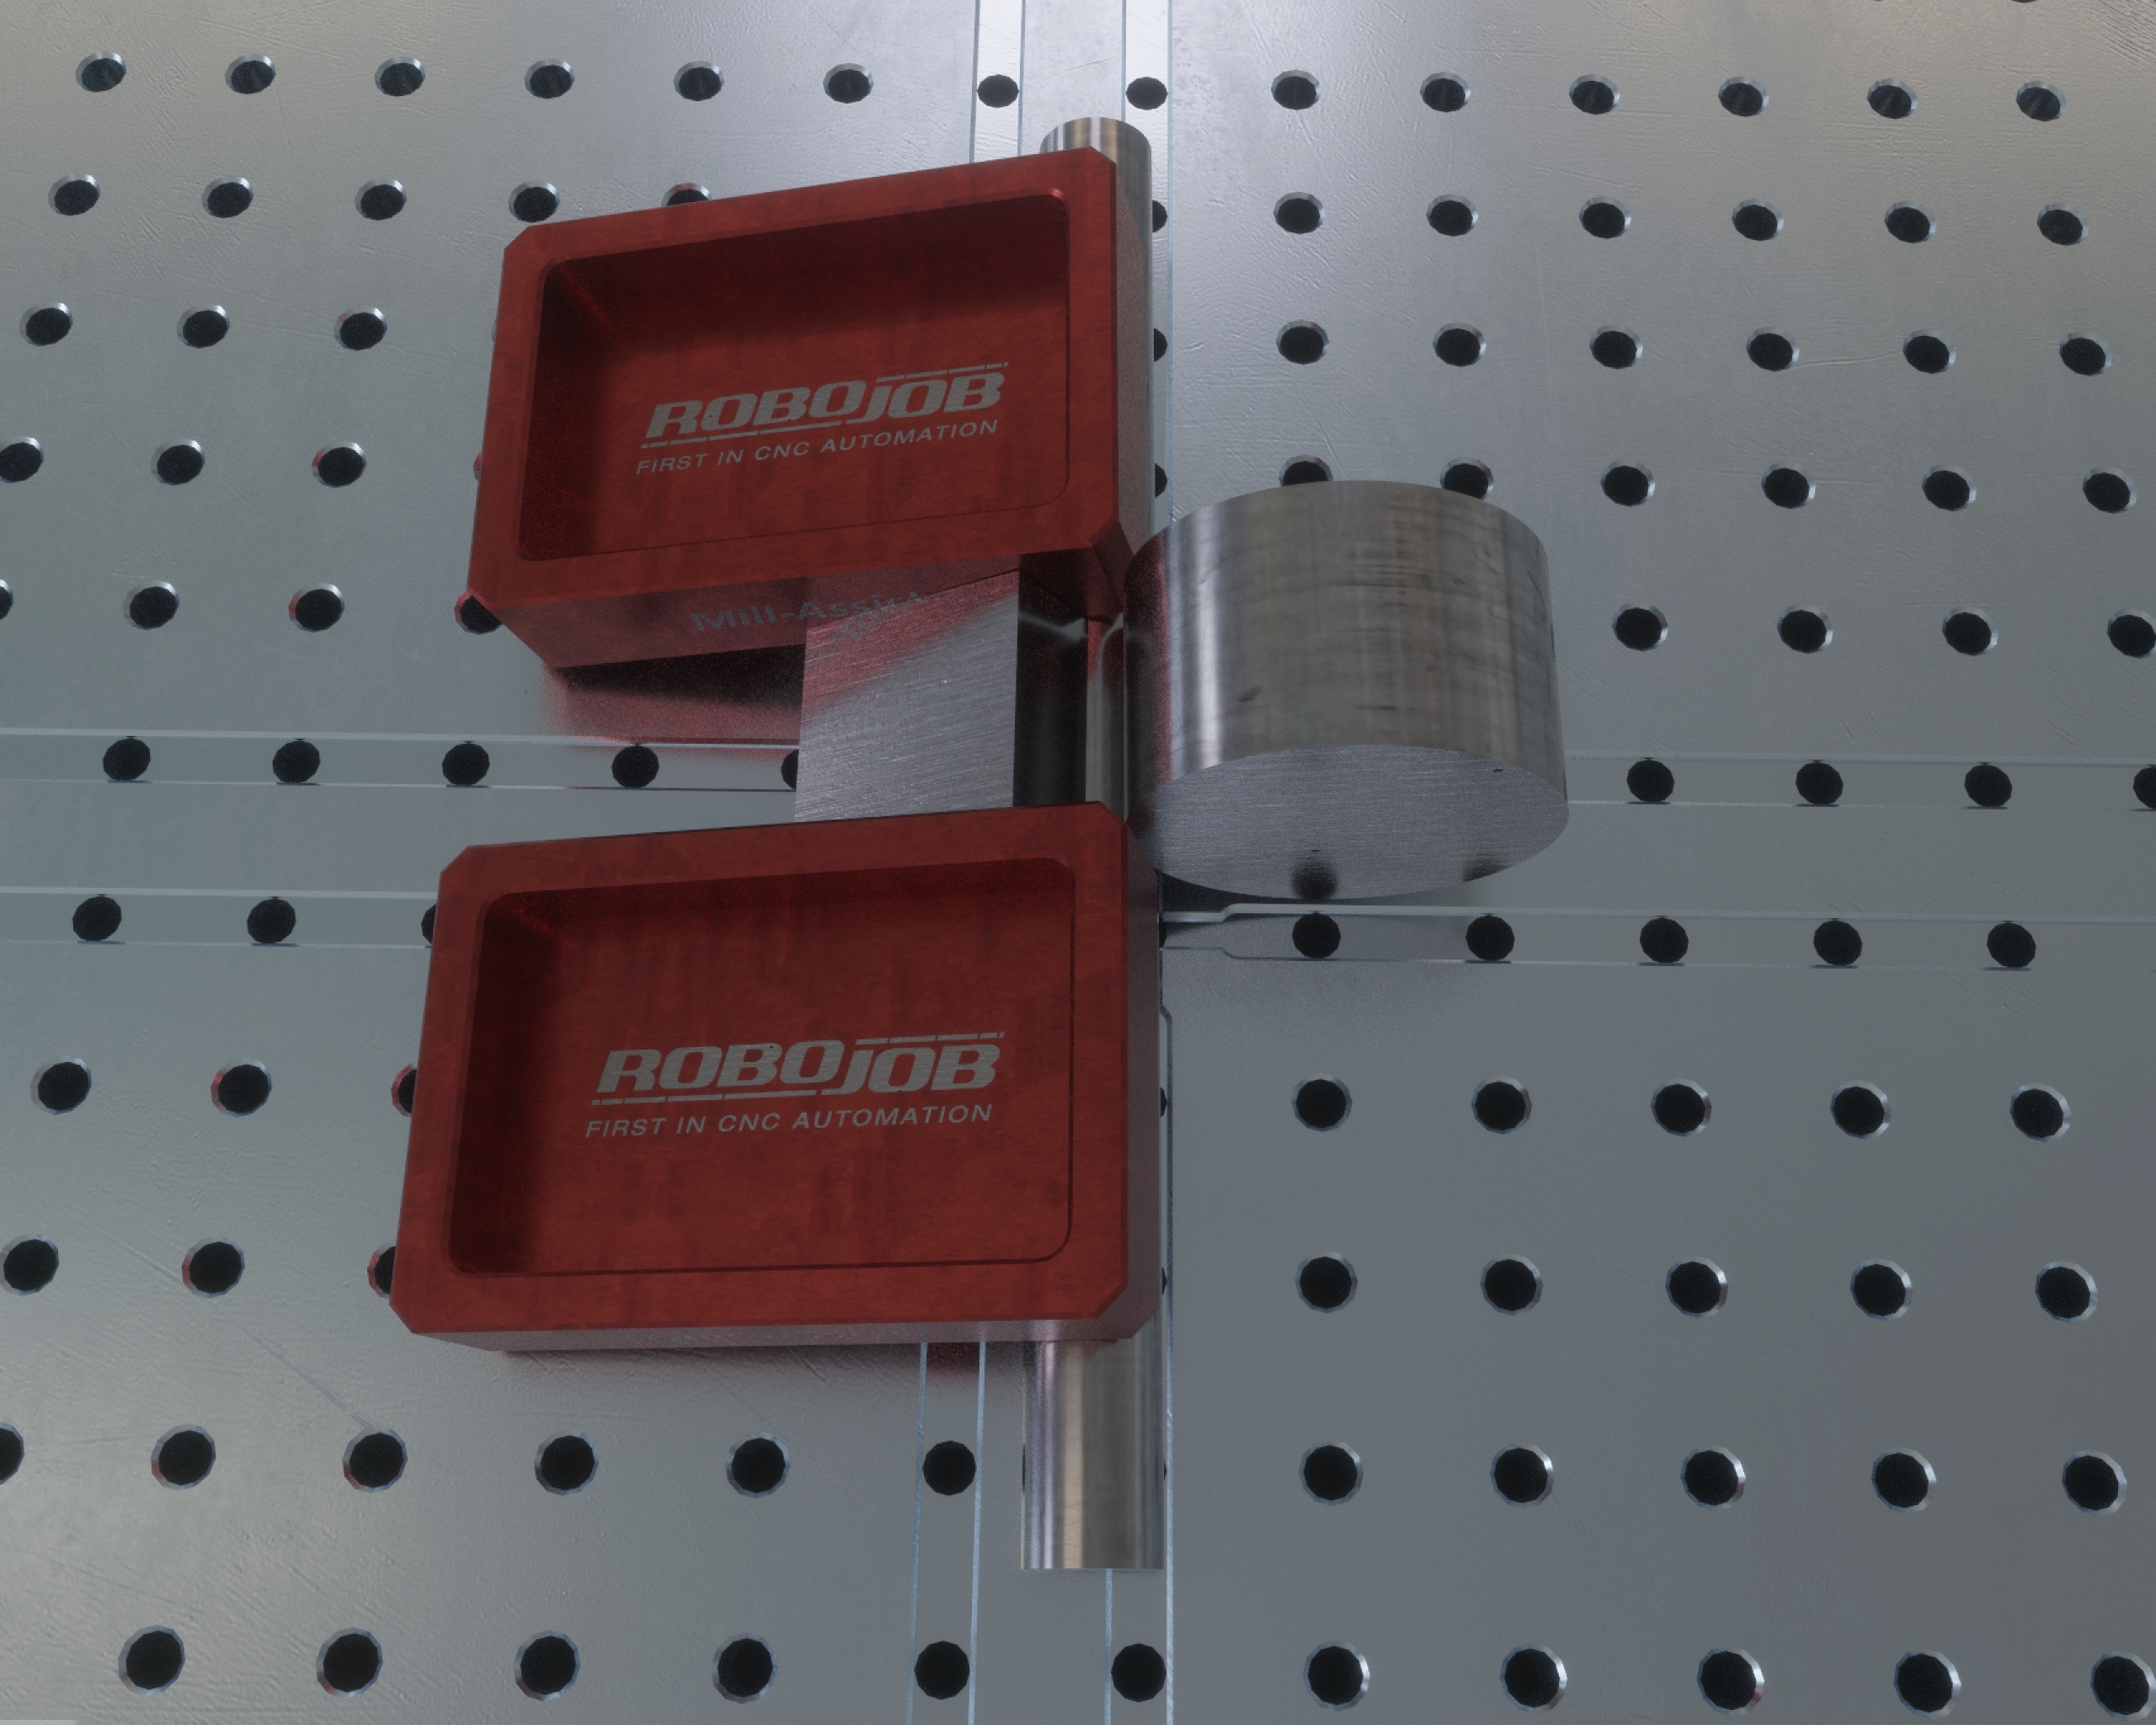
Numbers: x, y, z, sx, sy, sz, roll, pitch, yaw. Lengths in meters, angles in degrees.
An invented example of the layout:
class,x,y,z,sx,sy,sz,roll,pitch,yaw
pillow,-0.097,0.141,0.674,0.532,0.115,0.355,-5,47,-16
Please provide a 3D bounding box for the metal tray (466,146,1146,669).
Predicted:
class,x,y,z,sx,sy,sz,roll,pitch,yaw
metal tray,-0.053,-0.091,0.423,0.131,0.030,0.090,-4,70,11

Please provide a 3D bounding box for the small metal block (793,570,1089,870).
class,x,y,z,sx,sy,sz,roll,pitch,yaw
small metal block,-0.026,-0.024,0.405,0.050,0.025,0.050,-11,67,29

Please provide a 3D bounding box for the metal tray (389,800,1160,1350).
class,x,y,z,sx,sy,sz,roll,pitch,yaw
metal tray,-0.052,0.040,0.376,0.131,0.030,0.090,-4,70,11

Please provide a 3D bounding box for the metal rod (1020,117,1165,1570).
class,x,y,z,sx,sy,sz,roll,pitch,yaw
metal rod,0.003,-0.018,0.414,0.025,0.025,0.299,0,70,0

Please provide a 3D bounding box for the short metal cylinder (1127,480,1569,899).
class,x,y,z,sx,sy,sz,roll,pitch,yaw
short metal cylinder,0.049,-0.029,0.390,0.081,0.080,0.050,0,70,0
